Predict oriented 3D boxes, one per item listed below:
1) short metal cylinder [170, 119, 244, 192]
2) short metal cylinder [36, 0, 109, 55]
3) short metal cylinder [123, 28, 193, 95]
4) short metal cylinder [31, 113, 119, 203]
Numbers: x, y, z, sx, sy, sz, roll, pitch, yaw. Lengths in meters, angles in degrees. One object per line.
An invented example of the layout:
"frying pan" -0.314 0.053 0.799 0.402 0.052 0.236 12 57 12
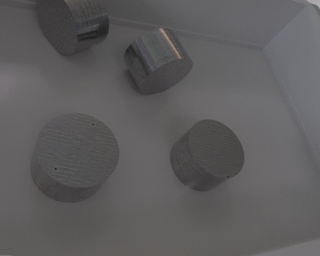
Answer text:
"short metal cylinder" 0.060 0.036 0.400 0.081 0.050 0.080 14 56 -21
"short metal cylinder" -0.111 -0.140 0.396 0.080 0.080 0.050 50 51 6
"short metal cylinder" -0.003 -0.089 0.423 0.081 0.080 0.050 -17 71 -35
"short metal cylinder" -0.089 0.031 0.322 0.081 0.050 0.080 14 56 -21
